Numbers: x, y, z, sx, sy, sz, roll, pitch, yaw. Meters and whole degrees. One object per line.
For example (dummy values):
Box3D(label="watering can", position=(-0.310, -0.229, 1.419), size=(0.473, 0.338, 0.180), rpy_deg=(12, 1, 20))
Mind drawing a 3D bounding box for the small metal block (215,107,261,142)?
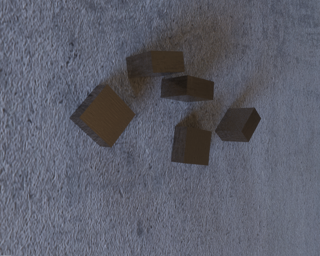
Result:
Box3D(label="small metal block", position=(0.124, -0.005, 0.492), size=(0.025, 0.050, 0.050), rpy_deg=(51, 60, -28))

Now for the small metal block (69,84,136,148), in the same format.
Box3D(label="small metal block", position=(-0.064, -0.013, 0.351), size=(0.050, 0.025, 0.050), rpy_deg=(48, 61, -29))

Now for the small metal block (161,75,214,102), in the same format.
Box3D(label="small metal block", position=(0.037, -0.052, 0.419), size=(0.050, 0.050, 0.025), rpy_deg=(5, 87, -40))

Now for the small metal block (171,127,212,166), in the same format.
Box3D(label="small metal block", position=(0.045, 0.026, 0.442), size=(0.050, 0.025, 0.050), rpy_deg=(11, 83, -40))

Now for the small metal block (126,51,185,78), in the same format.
Box3D(label="small metal block", position=(-0.006, -0.078, 0.383), size=(0.050, 0.050, 0.025), rpy_deg=(-10, 97, -40))
